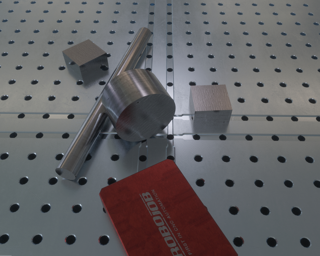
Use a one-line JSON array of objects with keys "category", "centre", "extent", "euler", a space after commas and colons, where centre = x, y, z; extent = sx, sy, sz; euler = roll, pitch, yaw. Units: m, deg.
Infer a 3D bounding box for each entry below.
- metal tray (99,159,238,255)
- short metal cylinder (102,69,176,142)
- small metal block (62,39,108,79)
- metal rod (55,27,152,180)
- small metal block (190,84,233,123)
[{"category": "metal tray", "centre": [0.004, 0.103, 0.318], "extent": [0.091, 0.030, 0.130], "euler": [-23, 54, -18]}, {"category": "short metal cylinder", "centre": [-0.027, -0.028, 0.395], "extent": [0.081, 0.080, 0.050], "euler": [-21, 53, -16]}, {"category": "small metal block", "centre": [-0.120, -0.113, 0.502], "extent": [0.050, 0.025, 0.050], "euler": [-35, 58, -26]}, {"category": "metal rod", "centre": [-0.068, -0.057, 0.454], "extent": [0.025, 0.025, 0.300], "euler": [13, 51, 10]}, {"category": "small metal block", "centre": [0.070, -0.034, 0.437], "extent": [0.050, 0.025, 0.050], "euler": [-2, 50, -2]}]
